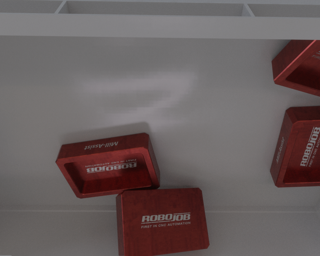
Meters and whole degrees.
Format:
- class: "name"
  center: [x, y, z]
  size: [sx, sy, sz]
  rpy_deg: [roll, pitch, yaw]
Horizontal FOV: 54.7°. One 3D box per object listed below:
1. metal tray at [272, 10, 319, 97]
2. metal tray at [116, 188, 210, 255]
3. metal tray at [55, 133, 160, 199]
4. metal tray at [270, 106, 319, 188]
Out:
- class: "metal tray"
  center: [0.201, -0.068, 0.329]
  size: [0.131, 0.030, 0.090]
  rpy_deg: [13, 150, -12]
- class: "metal tray"
  center: [0.004, 0.137, 0.457]
  size: [0.131, 0.090, 0.030]
  rpy_deg: [3, 159, -23]
- class: "metal tray"
  center: [-0.072, 0.058, 0.453]
  size: [0.131, 0.030, 0.090]
  rpy_deg: [-9, 130, 7]
- class: "metal tray"
  center: [0.213, 0.029, 0.432]
  size: [0.091, 0.030, 0.129]
  rpy_deg: [-3, 130, 2]
